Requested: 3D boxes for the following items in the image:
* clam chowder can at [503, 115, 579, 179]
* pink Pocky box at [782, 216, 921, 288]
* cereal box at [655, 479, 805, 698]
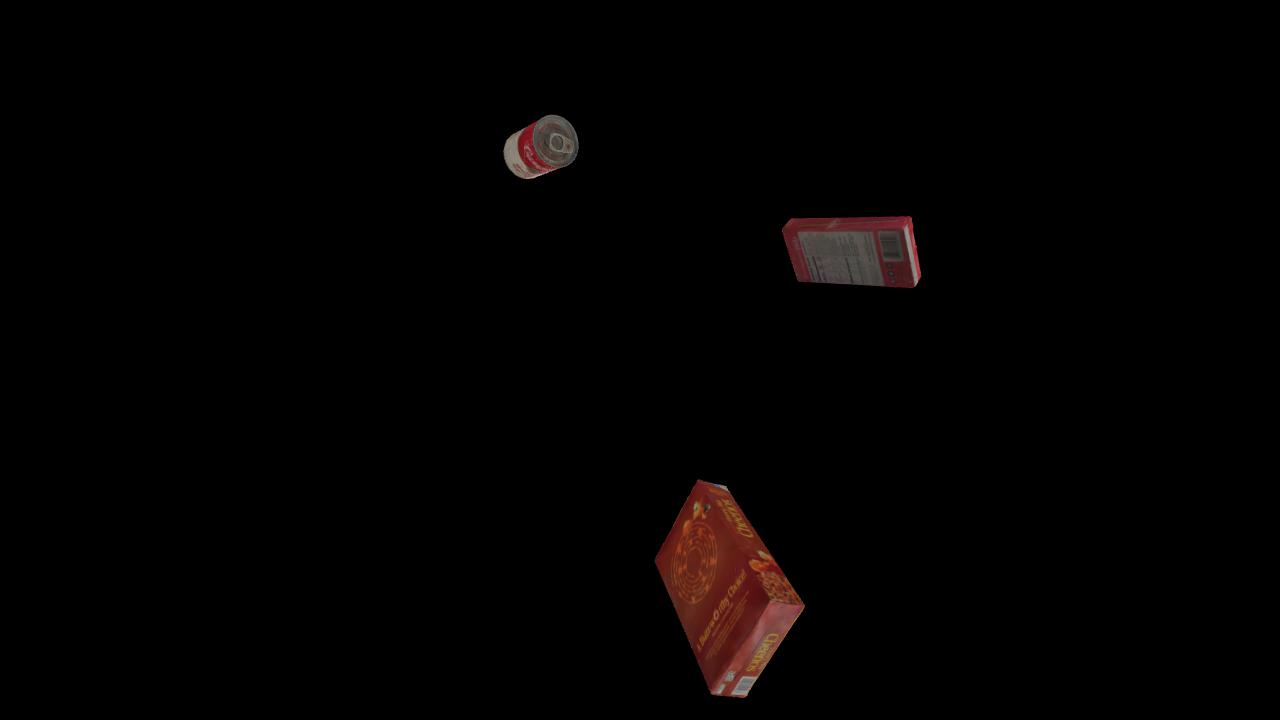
[{"bbox_3d":[-0.139,-0.292,0.850,0.068,0.068,0.102,0,5,-35],"label":"clam chowder can"},{"bbox_3d":[0.254,-0.131,0.746,0.155,0.084,0.029,11,50,44],"label":"pink Pocky box"},{"bbox_3d":[0.138,0.380,1.067,0.081,0.203,0.306,18,18,-24],"label":"cereal box"}]
